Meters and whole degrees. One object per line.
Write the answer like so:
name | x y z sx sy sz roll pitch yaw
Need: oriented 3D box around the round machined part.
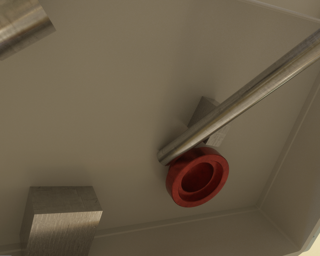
round machined part | 0.052 0.070 0.471 0.099 0.042 0.097 -14 125 -21

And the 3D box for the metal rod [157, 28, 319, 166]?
metal rod | 0.099 -0.035 0.357 0.025 0.025 0.299 19 135 -36

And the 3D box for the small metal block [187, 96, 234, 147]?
small metal block | 0.070 -0.009 0.427 0.025 0.050 0.050 12 112 -34

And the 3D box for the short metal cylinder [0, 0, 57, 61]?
short metal cylinder | -0.127 -0.100 0.242 0.050 0.080 0.080 -33 129 -7

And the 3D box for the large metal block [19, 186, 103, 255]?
large metal block | -0.129 0.123 0.399 0.081 0.050 0.079 6 115 -32
